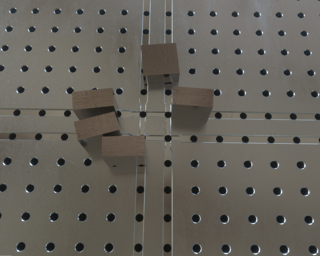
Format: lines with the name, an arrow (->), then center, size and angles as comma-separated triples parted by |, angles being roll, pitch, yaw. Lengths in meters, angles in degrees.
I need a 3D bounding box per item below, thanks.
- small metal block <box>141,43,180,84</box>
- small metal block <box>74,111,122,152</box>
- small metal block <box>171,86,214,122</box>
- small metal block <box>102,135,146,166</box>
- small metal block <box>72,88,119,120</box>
small metal block -> 0.000, -0.093, 0.446 | 0.050, 0.025, 0.050 | -5, 70, -2
small metal block -> -0.077, 0.006, 0.395 | 0.050, 0.050, 0.025 | -15, 71, -6
small metal block -> 0.041, -0.031, 0.410 | 0.050, 0.050, 0.025 | 4, 70, 1
small metal block -> -0.043, 0.029, 0.387 | 0.050, 0.050, 0.025 | -2, 70, -1
small metal block -> -0.083, -0.028, 0.408 | 0.050, 0.050, 0.025 | -6, 70, -3
